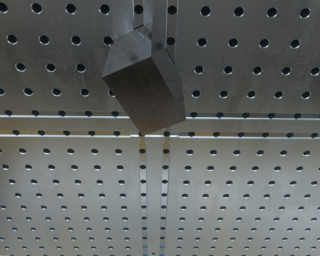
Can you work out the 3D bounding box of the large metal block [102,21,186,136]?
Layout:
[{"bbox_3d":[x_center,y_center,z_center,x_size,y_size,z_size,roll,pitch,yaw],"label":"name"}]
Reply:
[{"bbox_3d":[-0.013,-0.053,0.331,0.050,0.080,0.080,-20,128,16],"label":"large metal block"}]
